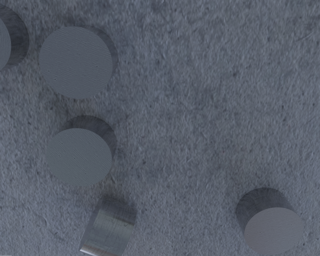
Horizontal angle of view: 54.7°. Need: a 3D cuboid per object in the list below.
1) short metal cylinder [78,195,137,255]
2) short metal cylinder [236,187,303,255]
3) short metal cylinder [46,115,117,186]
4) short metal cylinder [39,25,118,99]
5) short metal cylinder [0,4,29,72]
[{"bbox_3d":[-0.072,0.140,0.431,0.050,0.080,0.080,25,108,-9],"label":"short metal cylinder"},{"bbox_3d":[0.156,0.134,0.448,0.081,0.050,0.079,0,110,-1],"label":"short metal cylinder"},{"bbox_3d":[-0.100,0.029,0.406,0.081,0.050,0.079,0,110,-1],"label":"short metal cylinder"},{"bbox_3d":[-0.093,-0.079,0.366,0.081,0.050,0.079,0,110,-1],"label":"short metal cylinder"},{"bbox_3d":[-0.201,-0.103,0.356,0.081,0.050,0.079,0,110,-1],"label":"short metal cylinder"}]
